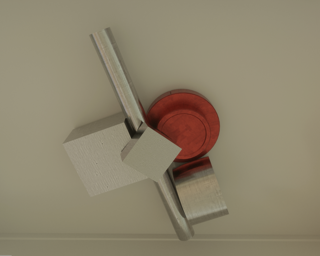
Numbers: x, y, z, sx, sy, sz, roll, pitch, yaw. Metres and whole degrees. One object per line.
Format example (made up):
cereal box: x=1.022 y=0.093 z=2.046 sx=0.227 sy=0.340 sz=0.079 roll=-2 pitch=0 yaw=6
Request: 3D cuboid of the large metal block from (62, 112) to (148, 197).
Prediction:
large metal block: x=-0.066 y=0.032 z=0.405 sx=0.080 sy=0.050 sz=0.080 roll=-19 pitch=109 yaw=6

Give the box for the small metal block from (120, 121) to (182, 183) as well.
small metal block: x=-0.011 y=0.028 z=0.368 sx=0.050 sy=0.025 sz=0.050 roll=34 pitch=95 yaw=-19

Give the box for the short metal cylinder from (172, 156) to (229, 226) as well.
short metal cylinder: x=0.054 y=0.083 z=0.412 sx=0.050 sy=0.080 sz=0.080 roll=-20 pitch=109 yaw=7

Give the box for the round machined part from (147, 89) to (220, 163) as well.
round machined part: x=0.029 y=0.002 z=0.401 sx=0.099 sy=0.042 sz=0.097 roll=0 pitch=110 yaw=-1

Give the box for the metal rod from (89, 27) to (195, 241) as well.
metal rod: x=-0.015 y=0.022 z=0.395 sx=0.025 sy=0.025 sz=0.299 roll=-20 pitch=109 yaw=7
